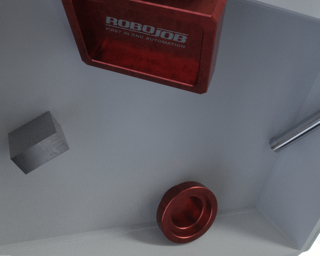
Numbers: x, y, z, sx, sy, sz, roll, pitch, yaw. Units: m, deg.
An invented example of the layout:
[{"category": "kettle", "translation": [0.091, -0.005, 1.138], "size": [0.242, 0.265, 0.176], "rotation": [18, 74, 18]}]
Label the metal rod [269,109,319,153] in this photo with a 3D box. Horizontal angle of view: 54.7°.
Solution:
[{"category": "metal rod", "translation": [0.280, -0.044, 0.444], "size": [0.025, 0.025, 0.298], "rotation": [9, 144, -33]}]

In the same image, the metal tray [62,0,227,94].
[{"category": "metal tray", "translation": [-0.014, -0.083, 0.274], "size": [0.090, 0.131, 0.030], "rotation": [87, 22, -58]}]

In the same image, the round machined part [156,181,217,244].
[{"category": "round machined part", "translation": [0.039, 0.129, 0.492], "size": [0.099, 0.042, 0.097], "rotation": [-8, 110, -24]}]

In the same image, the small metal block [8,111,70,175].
[{"category": "small metal block", "translation": [-0.130, 0.014, 0.331], "size": [0.050, 0.050, 0.025], "rotation": [-31, 129, -9]}]
